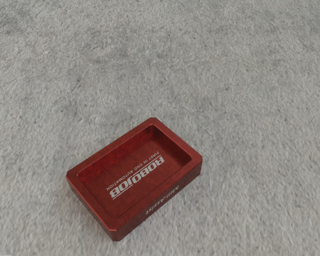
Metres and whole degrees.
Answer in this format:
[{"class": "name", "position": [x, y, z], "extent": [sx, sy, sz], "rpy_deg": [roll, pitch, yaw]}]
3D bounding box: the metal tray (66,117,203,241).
[{"class": "metal tray", "position": [-0.027, 0.052, 0.356], "extent": [0.131, 0.030, 0.090], "rpy_deg": [-34, 58, -26]}]
